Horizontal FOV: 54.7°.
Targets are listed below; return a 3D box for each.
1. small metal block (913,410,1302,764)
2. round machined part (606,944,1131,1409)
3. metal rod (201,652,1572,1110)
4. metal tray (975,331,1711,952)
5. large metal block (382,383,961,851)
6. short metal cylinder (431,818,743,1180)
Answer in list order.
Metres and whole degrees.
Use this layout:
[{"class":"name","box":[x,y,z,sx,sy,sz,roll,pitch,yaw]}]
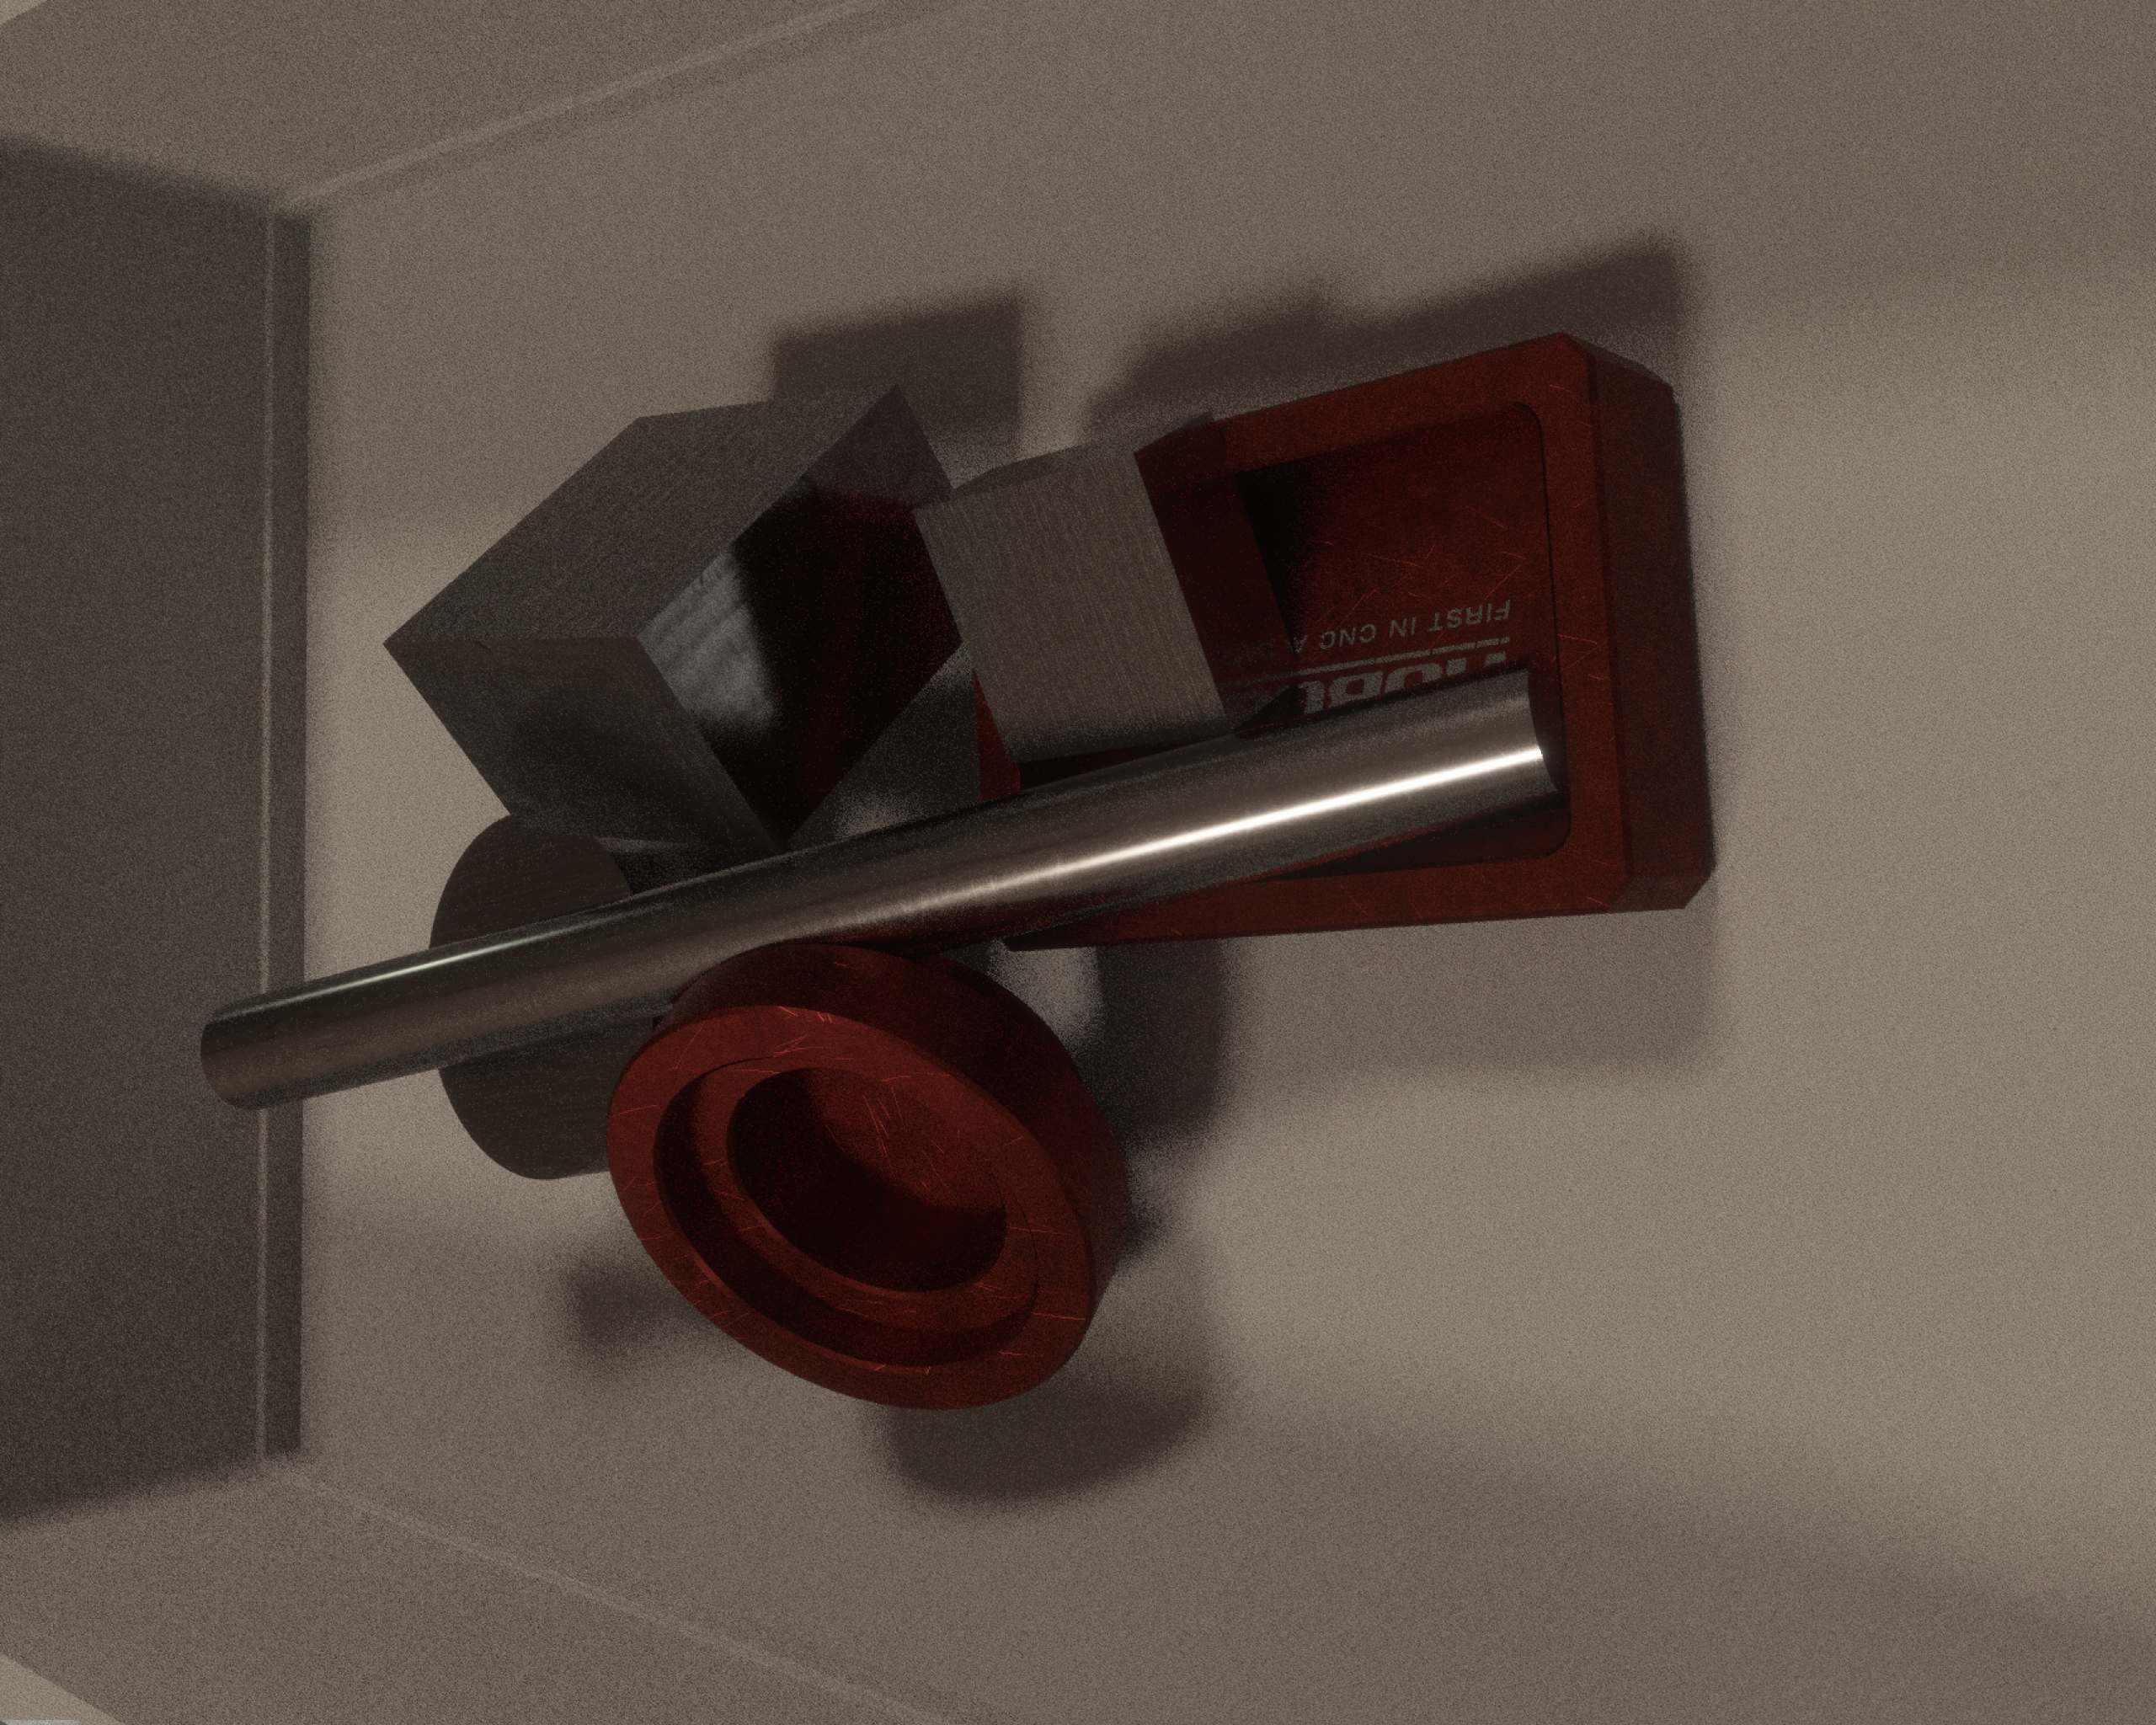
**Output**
[{"class":"small metal block","box":[0.005,-0.048,0.371,0.050,0.025,0.050,-6,112,40]},{"class":"round machined part","box":[-0.036,0.055,0.401,0.098,0.042,0.097,11,126,16]},{"class":"metal rod","box":[-0.055,0.011,0.394,0.300,0.025,0.025,-14,81,27]},{"class":"metal tray","box":[0.040,-0.032,0.366,0.130,0.030,0.089,-6,86,39]},{"class":"large metal block","box":[-0.075,-0.049,0.419,0.080,0.080,0.050,4,135,40]},{"class":"short metal cylinder","box":[-0.101,0.028,0.468,0.080,0.050,0.079,0,90,39]}]
